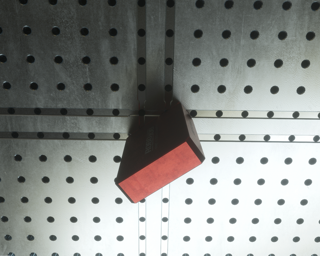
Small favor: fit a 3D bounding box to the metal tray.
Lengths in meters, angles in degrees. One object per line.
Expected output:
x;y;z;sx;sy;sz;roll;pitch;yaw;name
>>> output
-0.001;0.023;0.366;0.090;0.130;0.030;-33;107;11;metal tray
